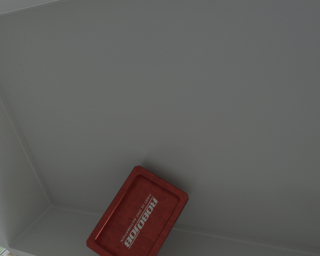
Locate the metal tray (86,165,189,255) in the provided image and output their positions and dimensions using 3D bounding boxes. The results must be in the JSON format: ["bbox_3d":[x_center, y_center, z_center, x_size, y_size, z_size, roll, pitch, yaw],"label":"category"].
[{"bbox_3d":[-0.029,0.131,0.438,0.090,0.130,0.030,29,163,13],"label":"metal tray"}]
